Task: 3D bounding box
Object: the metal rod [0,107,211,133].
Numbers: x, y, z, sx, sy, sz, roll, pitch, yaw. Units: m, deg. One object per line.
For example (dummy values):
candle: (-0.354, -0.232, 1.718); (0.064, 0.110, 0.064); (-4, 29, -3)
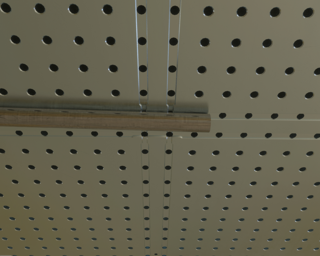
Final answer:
metal rod: (-0.086, -0.011, 0.401); (0.302, 0.025, 0.025); (2, 130, -2)
